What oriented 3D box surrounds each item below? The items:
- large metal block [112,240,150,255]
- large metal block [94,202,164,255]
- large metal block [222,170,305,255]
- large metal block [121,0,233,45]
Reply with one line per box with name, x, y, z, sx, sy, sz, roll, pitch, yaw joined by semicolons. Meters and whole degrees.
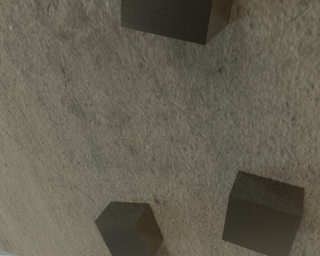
large metal block;-0.054;0.271;0.585;0.080;0.050;0.080;42;129;-1
large metal block;-0.050;0.173;0.523;0.080;0.050;0.080;-6;116;30
large metal block;0.128;0.110;0.390;0.080;0.050;0.079;14;124;20
large metal block;0.020;-0.120;0.286;0.080;0.080;0.050;18;125;17
